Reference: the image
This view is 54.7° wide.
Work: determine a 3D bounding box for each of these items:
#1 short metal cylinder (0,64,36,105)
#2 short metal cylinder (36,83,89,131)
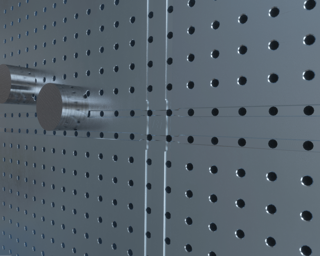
[{"bbox_3d":[-0.302,-0.089,0.643,0.080,0.050,0.079,0,90,40],"label":"short metal cylinder"},{"bbox_3d":[-0.168,-0.035,0.532,0.080,0.050,0.079,0,90,40],"label":"short metal cylinder"}]
